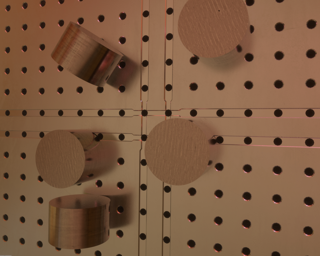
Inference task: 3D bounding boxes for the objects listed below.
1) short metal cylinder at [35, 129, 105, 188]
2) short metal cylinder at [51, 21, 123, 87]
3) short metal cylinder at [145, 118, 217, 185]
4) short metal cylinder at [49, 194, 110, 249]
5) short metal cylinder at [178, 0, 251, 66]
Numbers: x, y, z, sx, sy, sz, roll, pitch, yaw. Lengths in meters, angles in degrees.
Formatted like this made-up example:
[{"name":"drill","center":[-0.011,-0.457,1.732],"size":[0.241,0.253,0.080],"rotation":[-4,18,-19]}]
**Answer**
[{"name":"short metal cylinder","center":[-0.128,0.042,0.443],"size":[0.080,0.050,0.079],"rotation":[0,90,19]},{"name":"short metal cylinder","center":[-0.097,-0.098,0.416],"size":[0.080,0.080,0.050],"rotation":[38,102,15]},{"name":"short metal cylinder","center":[0.027,0.028,0.389],"size":[0.080,0.050,0.079],"rotation":[0,90,19]},{"name":"short metal cylinder","center":[-0.109,0.124,0.420],"size":[0.080,0.080,0.050],"rotation":[1,91,19]},{"name":"short metal cylinder","center":[0.067,-0.120,0.375],"size":[0.080,0.050,0.079],"rotation":[0,90,19]}]
